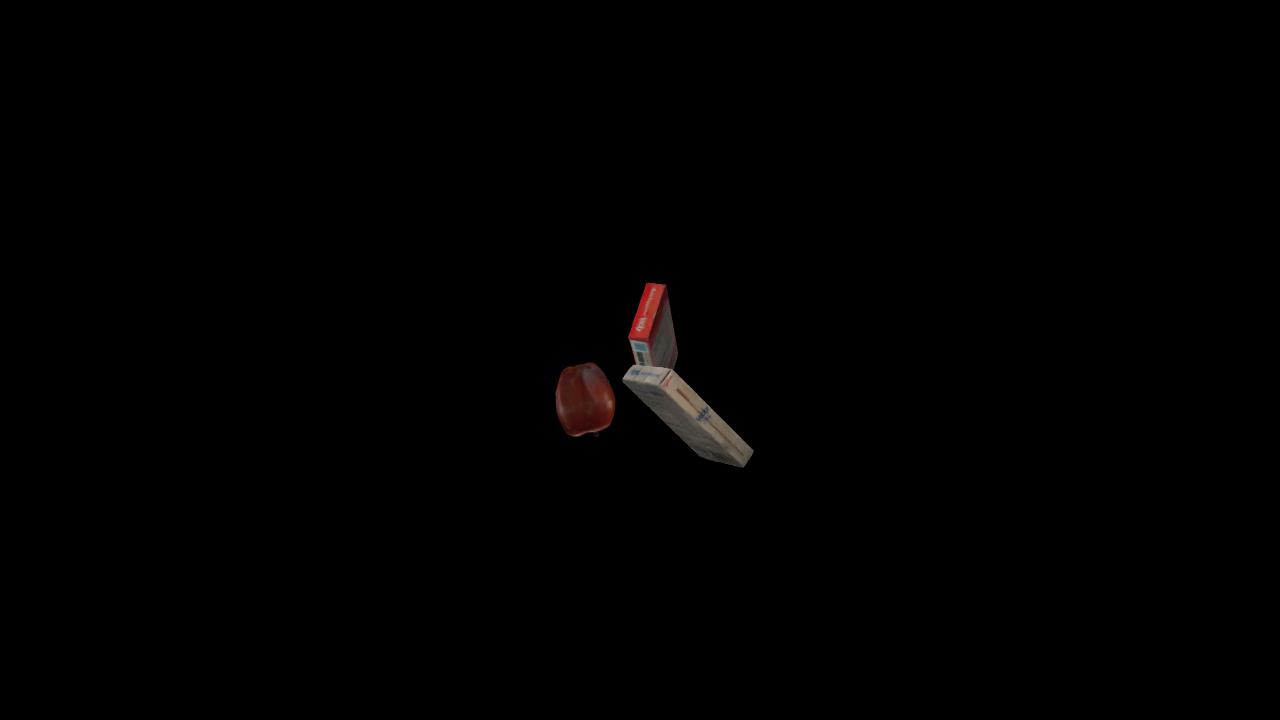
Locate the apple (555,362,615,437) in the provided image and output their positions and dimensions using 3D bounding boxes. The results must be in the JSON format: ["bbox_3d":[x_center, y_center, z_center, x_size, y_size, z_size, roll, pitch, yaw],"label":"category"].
[{"bbox_3d":[-0.068,0.051,0.764,0.079,0.093,0.079,-14,2,1],"label":"apple"}]

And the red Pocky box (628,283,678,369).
[{"bbox_3d":[0.019,-0.018,0.766,0.028,0.083,0.155,11,-30,16],"label":"red Pocky box"}]

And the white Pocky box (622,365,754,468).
[{"bbox_3d":[0.054,0.065,0.703,0.154,0.028,0.084,45,-19,-24],"label":"white Pocky box"}]
